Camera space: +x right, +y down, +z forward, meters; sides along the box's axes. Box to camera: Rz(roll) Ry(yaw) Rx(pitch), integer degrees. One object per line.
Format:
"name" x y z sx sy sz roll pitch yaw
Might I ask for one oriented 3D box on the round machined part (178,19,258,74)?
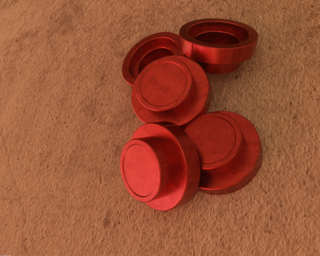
"round machined part" 0.073 -0.104 0.401 0.099 0.042 0.098 0 39 0

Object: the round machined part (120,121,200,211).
"round machined part" -0.007 0.043 0.338 0.098 0.042 0.097 8 101 47

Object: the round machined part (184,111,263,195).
"round machined part" 0.062 0.022 0.348 0.098 0.042 0.098 -13 56 20

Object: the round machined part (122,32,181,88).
"round machined part" -0.002 -0.087 0.448 0.098 0.042 0.098 -13 56 20

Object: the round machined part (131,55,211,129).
"round machined part" 0.010 -0.045 0.373 0.098 0.042 0.098 -6 71 17
